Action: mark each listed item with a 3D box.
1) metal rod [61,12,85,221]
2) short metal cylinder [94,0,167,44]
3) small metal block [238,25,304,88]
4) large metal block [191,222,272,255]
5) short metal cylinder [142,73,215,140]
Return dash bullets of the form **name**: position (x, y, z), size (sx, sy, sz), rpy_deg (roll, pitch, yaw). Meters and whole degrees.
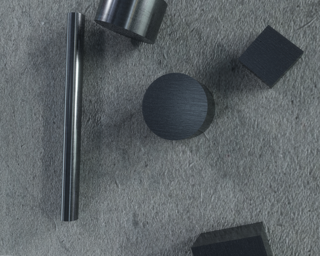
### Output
- **metal rod**: position (-0.128, -0.015, 0.453), size (0.025, 0.025, 0.298), rpy_deg (2, 91, 20)
- **short metal cylinder**: position (-0.037, -0.145, 0.393), size (0.080, 0.080, 0.050), rpy_deg (23, 98, 18)
- **small metal block**: position (0.129, -0.082, 0.363), size (0.050, 0.025, 0.050), rpy_deg (44, 104, 14)
- **large metal block**: position (0.091, 0.164, 0.363), size (0.080, 0.050, 0.080), rpy_deg (-18, 84, 19)
- **short metal cylinder**: position (0.025, -0.025, 0.387), size (0.080, 0.050, 0.079), rpy_deg (0, 90, 20)
